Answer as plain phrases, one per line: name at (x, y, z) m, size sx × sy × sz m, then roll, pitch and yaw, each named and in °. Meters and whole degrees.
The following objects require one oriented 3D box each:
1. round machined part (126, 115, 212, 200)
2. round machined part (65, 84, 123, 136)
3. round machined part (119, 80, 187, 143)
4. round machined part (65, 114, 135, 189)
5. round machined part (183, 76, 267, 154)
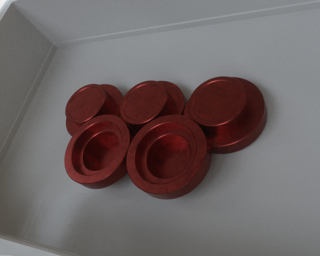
round machined part at (0.013, 0.036, 0.363) m, size 0.098 × 0.042 × 0.098 m, roll -13°, pitch 56°, yaw 21°
round machined part at (-0.100, -0.027, 0.460) m, size 0.098 × 0.042 × 0.098 m, roll -13°, pitch 56°, yaw 20°
round machined part at (-0.014, -0.024, 0.414) m, size 0.098 × 0.042 × 0.098 m, roll -14°, pitch 55°, yaw 21°
round machined part at (-0.073, 0.034, 0.410) m, size 0.098 × 0.042 × 0.098 m, roll -13°, pitch 56°, yaw 21°
round machined part at (0.072, -0.022, 0.367) m, size 0.098 × 0.042 × 0.098 m, roll -14°, pitch 55°, yaw 21°
